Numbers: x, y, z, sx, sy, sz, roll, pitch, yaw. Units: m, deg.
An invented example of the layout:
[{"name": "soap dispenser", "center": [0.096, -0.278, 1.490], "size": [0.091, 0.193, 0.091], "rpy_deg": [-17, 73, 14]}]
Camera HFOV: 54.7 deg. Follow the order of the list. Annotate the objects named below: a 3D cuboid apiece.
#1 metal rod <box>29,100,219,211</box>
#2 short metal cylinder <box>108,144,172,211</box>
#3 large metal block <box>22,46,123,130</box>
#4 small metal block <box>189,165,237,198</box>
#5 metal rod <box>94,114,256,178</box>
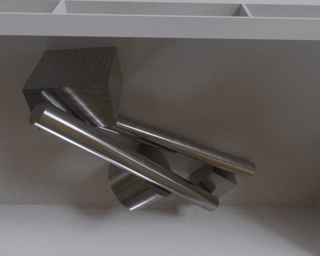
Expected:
[{"name": "metal rod", "center": [-0.015, 0.050, 0.373], "size": [0.025, 0.025, 0.301], "rpy_deg": [-33, 136, 24]}, {"name": "short metal cylinder", "center": [-0.024, 0.067, 0.427], "size": [0.050, 0.080, 0.080], "rpy_deg": [-33, 123, 24]}, {"name": "large metal block", "center": [-0.087, -0.045, 0.333], "size": [0.080, 0.080, 0.050], "rpy_deg": [-3, 130, 2]}, {"name": "small metal block", "center": [0.082, 0.082, 0.479], "size": [0.050, 0.025, 0.050], "rpy_deg": [31, 123, -24]}, {"name": "metal rod", "center": [-0.001, 0.015, 0.420], "size": [0.302, 0.025, 0.025], "rpy_deg": [19, 127, -17]}]
